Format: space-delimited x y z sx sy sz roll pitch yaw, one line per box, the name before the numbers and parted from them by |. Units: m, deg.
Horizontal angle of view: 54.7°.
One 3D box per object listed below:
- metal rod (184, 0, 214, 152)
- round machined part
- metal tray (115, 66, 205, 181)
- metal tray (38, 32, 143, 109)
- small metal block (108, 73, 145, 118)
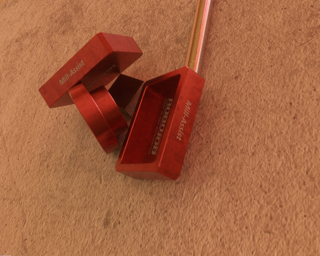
metal rod | 0.050 -0.105 0.440 0.025 0.025 0.300 -1 61 27
round machined part | -0.076 -0.017 0.408 0.042 0.098 0.098 -31 51 -9
metal tray | -0.001 -0.004 0.375 0.090 0.030 0.130 -10 57 52
metal tray | -0.097 -0.079 0.439 0.130 0.090 0.030 -34 86 25
small metal block | -0.049 -0.048 0.458 0.050 0.025 0.050 24 74 36
